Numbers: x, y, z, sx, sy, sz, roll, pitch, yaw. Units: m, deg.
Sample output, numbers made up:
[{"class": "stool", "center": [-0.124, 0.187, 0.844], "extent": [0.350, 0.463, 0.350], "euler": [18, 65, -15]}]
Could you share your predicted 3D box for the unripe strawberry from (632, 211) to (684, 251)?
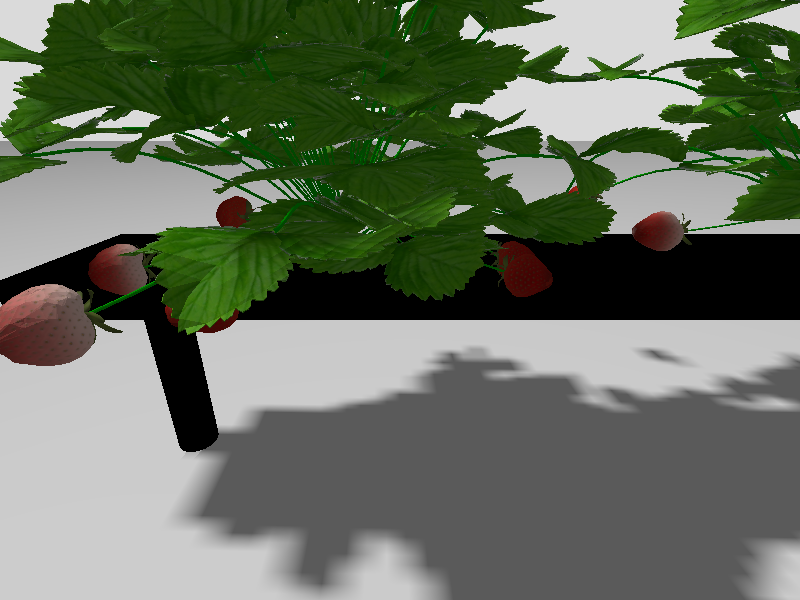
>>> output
[{"class": "unripe strawberry", "center": [0.230, -0.062, 0.359], "extent": [0.039, 0.033, 0.039], "euler": [0, 23, 2]}]

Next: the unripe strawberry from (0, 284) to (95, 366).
[{"class": "unripe strawberry", "center": [-0.164, 0.013, 0.183], "extent": [0.033, 0.037, 0.036], "euler": [13, 27, 28]}]

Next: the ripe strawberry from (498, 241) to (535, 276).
[{"class": "ripe strawberry", "center": [0.084, -0.028, 0.288], "extent": [0.027, 0.028, 0.025], "euler": [13, 27, 26]}]

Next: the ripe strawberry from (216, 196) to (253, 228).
[{"class": "ripe strawberry", "center": [-0.169, -0.086, 0.410], "extent": [0.038, 0.040, 0.035], "euler": [11, 26, 25]}]

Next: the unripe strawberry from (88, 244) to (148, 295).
[{"class": "unripe strawberry", "center": [-0.185, -0.020, 0.263], "extent": [0.032, 0.033, 0.029], "euler": [-17, 29, -33]}]

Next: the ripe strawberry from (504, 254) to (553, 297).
[{"class": "ripe strawberry", "center": [0.083, -0.015, 0.258], "extent": [0.028, 0.028, 0.031], "euler": [18, 29, 35]}]

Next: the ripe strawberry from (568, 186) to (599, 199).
[{"class": "ripe strawberry", "center": [0.251, -0.145, 0.551], "extent": [0.039, 0.033, 0.039], "euler": [-15, 23, -32]}]

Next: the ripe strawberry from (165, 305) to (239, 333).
[{"class": "ripe strawberry", "center": [-0.104, 0.004, 0.210], "extent": [0.035, 0.032, 0.032], "euler": [8, 25, 17]}]
